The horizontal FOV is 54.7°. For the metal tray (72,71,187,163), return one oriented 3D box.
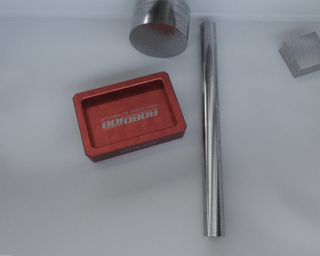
[{"bbox_3d":[-0.040,-0.016,0.412,0.131,0.030,0.090,-16,71,-6],"label":"metal tray"}]

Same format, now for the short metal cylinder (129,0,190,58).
[{"bbox_3d":[0.001,-0.141,0.432,0.080,0.080,0.050,6,70,2],"label":"short metal cylinder"}]

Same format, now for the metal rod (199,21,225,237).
[{"bbox_3d":[0.068,-0.013,0.415,0.025,0.025,0.299,2,70,0],"label":"metal rod"}]

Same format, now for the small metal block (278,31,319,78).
[{"bbox_3d":[0.211,-0.107,0.451,0.050,0.025,0.050,-19,71,-7],"label":"small metal block"}]
